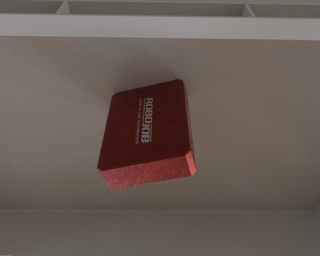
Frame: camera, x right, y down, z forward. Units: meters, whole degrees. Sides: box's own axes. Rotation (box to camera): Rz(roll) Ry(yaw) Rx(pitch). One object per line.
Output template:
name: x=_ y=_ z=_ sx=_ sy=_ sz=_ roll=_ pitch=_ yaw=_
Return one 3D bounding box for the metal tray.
metal tray: x=-0.012 y=0.001 z=0.341 sx=0.090 sy=0.130 sz=0.030 roll=-11 pitch=129 yaw=9
